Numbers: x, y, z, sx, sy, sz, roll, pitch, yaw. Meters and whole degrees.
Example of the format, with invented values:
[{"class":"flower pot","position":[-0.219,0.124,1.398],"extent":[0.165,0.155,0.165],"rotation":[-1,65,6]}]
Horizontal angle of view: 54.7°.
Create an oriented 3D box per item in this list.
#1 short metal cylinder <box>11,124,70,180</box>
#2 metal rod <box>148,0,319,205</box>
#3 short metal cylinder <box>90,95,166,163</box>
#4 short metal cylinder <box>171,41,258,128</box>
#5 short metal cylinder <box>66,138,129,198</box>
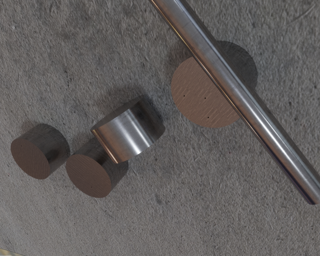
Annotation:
[{"class":"short metal cylinder","position":[-0.200,0.039,0.520],"extent":[0.080,0.050,0.079],"rotation":[13,124,21]},{"class":"metal rod","position":[0.058,-0.049,0.281],"extent":[0.025,0.025,0.300],"rotation":[-34,100,38]},{"class":"short metal cylinder","position":[-0.040,0.001,0.393],"extent":[0.080,0.080,0.050],"rotation":[-23,106,36]},{"class":"short metal cylinder","position":[0.059,-0.047,0.331],"extent":[0.080,0.050,0.079],"rotation":[13,124,21]},{"class":"short metal cylinder","position":[-0.096,0.061,0.479],"extent":[0.080,0.050,0.079],"rotation":[13,124,21]}]
